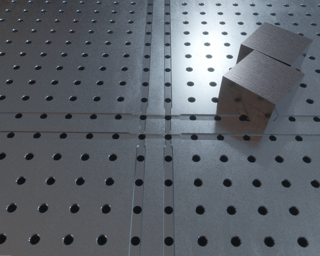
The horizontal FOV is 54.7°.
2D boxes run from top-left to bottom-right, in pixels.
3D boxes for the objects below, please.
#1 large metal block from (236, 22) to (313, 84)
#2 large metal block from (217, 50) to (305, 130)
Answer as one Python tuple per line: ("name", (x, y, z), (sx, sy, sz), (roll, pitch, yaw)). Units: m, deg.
("large metal block", (0.179, -0.115, 0.491), (0.080, 0.050, 0.080), (32, 57, 23))
("large metal block", (0.142, -0.057, 0.441), (0.080, 0.050, 0.080), (35, 58, 25))
